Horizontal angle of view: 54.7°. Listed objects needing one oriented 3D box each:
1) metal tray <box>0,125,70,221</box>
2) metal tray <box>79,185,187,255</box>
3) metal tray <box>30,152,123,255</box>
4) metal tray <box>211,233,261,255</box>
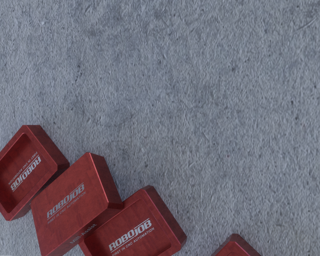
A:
[{"bbox_3d":[-0.212,0.069,0.481,0.130,0.030,0.090,-45,76,14],"label":"metal tray"},{"bbox_3d":[-0.041,0.150,0.420,0.130,0.030,0.090,-38,78,16],"label":"metal tray"},{"bbox_3d":[-0.120,0.107,0.431,0.130,0.030,0.090,-40,55,15],"label":"metal tray"},{"bbox_3d":[0.108,0.205,0.367,0.130,0.030,0.090,42,103,15],"label":"metal tray"}]
